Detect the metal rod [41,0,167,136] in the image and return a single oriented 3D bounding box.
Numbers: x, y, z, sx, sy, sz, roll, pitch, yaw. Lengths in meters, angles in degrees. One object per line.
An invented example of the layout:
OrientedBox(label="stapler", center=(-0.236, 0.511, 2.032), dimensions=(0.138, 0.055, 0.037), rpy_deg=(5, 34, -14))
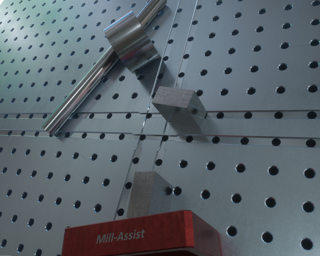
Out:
OrientedBox(label="metal rod", center=(-0.089, -0.111, 0.520), dimensions=(0.025, 0.025, 0.300), rpy_deg=(31, 78, 37))

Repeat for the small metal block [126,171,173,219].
OrientedBox(label="small metal block", center=(-0.010, 0.081, 0.346), dimensions=(0.025, 0.050, 0.050), rpy_deg=(-5, 60, 26))

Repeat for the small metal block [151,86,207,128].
OrientedBox(label="small metal block", center=(0.025, -0.026, 0.394), dimensions=(0.050, 0.050, 0.025), rpy_deg=(12, 68, 32))

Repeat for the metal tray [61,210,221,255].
OrientedBox(label="metal tray", center=(-0.016, 0.115, 0.303), dimensions=(0.130, 0.090, 0.030), rpy_deg=(-14, 56, 20))

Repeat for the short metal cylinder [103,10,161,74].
OrientedBox(label="short metal cylinder", center=(-0.042, -0.130, 0.473), dimensions=(0.050, 0.080, 0.080), rpy_deg=(-32, 52, 8))
